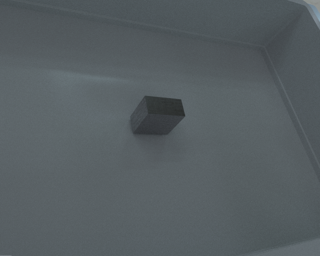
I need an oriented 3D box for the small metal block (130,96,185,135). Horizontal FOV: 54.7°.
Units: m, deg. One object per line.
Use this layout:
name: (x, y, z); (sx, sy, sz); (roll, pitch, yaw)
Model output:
small metal block: (-0.004, -0.015, 0.393); (0.050, 0.050, 0.025); (3, 60, -27)
